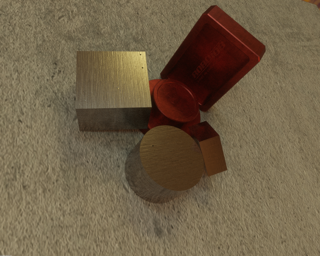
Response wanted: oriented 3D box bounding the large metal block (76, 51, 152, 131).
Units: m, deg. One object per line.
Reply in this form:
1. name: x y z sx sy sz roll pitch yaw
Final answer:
1. large metal block: -0.057 -0.044 0.371 0.081 0.050 0.080 -2 62 -10

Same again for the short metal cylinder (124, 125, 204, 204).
1. short metal cylinder: 0.004 0.044 0.367 0.081 0.050 0.080 14 56 -21

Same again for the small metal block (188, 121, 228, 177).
1. small metal block: 0.060 0.025 0.394 0.025 0.050 0.050 -19 113 -3

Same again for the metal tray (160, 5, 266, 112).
1. metal tray: 0.067 -0.090 0.429 0.090 0.129 0.030 39 51 -2

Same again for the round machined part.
1. round machined part: 0.013 -0.028 0.421 0.099 0.042 0.098 14 56 -21
